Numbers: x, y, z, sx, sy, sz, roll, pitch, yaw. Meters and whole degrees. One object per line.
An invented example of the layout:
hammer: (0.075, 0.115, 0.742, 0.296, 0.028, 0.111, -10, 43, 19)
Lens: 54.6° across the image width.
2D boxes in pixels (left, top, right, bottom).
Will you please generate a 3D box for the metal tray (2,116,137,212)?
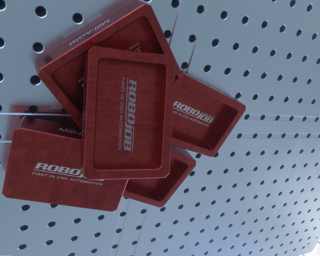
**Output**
metal tray: (-0.102, 0.045, 0.358, 0.131, 0.030, 0.089, 13, 113, -19)

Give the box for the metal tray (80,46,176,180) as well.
metal tray: (-0.034, -0.014, 0.325, 0.091, 0.030, 0.129, 2, 93, -21)

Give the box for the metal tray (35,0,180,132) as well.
metal tray: (-0.052, -0.065, 0.337, 0.130, 0.030, 0.090, -34, 128, -6)

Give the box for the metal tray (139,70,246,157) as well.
metal tray: (0.045, -0.017, 0.420, 0.131, 0.030, 0.090, 19, 109, -36)

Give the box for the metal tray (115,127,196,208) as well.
metal tray: (-0.022, 0.054, 0.427, 0.131, 0.030, 0.090, 28, 103, -38)
